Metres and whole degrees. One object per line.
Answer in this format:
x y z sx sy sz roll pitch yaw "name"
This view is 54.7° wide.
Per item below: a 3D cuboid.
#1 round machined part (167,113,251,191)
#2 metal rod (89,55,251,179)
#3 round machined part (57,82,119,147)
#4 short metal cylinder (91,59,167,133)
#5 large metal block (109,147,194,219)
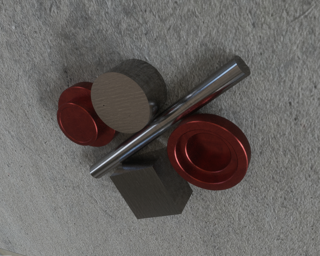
0.062 0.025 0.380 0.098 0.042 0.097 13 124 21 "round machined part"
-0.009 0.003 0.416 0.025 0.025 0.299 49 128 -7 "metal rod"
-0.107 -0.013 0.445 0.098 0.042 0.097 13 124 21 "round machined part"
-0.038 -0.040 0.387 0.080 0.050 0.079 13 124 21 "short metal cylinder"
-0.011 0.081 0.449 0.080 0.050 0.080 -18 109 35 "large metal block"
